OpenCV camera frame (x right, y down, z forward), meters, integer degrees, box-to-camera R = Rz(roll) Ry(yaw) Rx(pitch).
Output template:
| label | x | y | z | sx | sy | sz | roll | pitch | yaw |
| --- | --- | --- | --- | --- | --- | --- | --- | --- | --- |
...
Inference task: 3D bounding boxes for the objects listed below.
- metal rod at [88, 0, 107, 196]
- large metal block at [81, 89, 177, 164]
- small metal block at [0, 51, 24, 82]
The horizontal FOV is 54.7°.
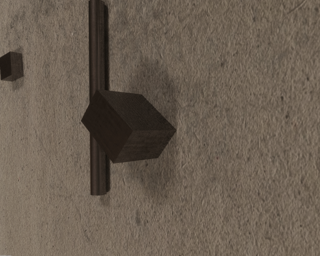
| label | x | y | z | sx | sy | sz | roll | pitch | yaw |
| --- | --- | --- | --- | --- | --- | --- | --- | --- | --- |
| metal rod | -0.097 | -0.047 | 0.482 | 0.025 | 0.025 | 0.298 | -1 | 89 | 39 |
| large metal block | -0.040 | -0.003 | 0.400 | 0.080 | 0.081 | 0.050 | 47 | 118 | 29 |
| small metal block | -0.318 | -0.131 | 0.663 | 0.050 | 0.025 | 0.050 | -10 | 84 | 39 |
